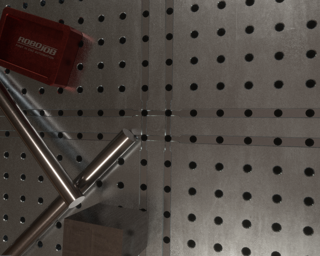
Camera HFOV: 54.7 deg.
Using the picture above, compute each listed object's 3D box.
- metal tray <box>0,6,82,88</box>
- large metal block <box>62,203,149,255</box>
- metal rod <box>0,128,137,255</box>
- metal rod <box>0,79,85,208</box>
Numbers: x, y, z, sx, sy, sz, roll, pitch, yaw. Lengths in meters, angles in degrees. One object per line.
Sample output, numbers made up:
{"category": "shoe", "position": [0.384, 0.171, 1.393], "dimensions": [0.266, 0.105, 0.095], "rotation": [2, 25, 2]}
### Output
{"category": "metal tray", "position": [-0.192, -0.124, 0.475], "dimensions": [0.130, 0.030, 0.089], "rotation": [22, 97, 18]}
{"category": "large metal block", "position": [-0.068, 0.139, 0.406], "dimensions": [0.080, 0.080, 0.050], "rotation": [4, 92, 19]}
{"category": "metal rod", "position": [-0.145, 0.112, 0.461], "dimensions": [0.299, 0.025, 0.025], "rotation": [-45, 77, 14]}
{"category": "metal rod", "position": [-0.208, -0.004, 0.469], "dimensions": [0.025, 0.025, 0.300], "rotation": [-47, 71, 14]}
